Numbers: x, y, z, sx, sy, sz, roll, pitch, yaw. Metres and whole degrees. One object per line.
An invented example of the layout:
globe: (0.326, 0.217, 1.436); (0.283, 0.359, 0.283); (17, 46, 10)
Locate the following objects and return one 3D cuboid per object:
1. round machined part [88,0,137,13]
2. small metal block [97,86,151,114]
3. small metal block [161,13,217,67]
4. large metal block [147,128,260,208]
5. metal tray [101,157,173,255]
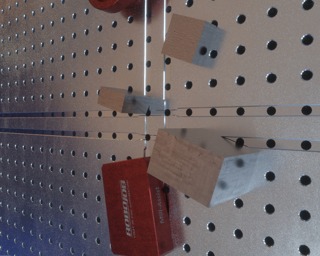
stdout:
round machined part: (-0.061, -0.215, 0.446); (0.098, 0.042, 0.097); (0, 90, 39)
small metal block: (-0.050, -0.039, 0.432); (0.050, 0.050, 0.025); (21, 104, 37)
small metal block: (0.034, -0.108, 0.379); (0.050, 0.025, 0.050); (28, 108, 36)
large metal block: (0.047, 0.037, 0.333); (0.080, 0.081, 0.050); (24, 105, 37)
metal tray: (-0.035, 0.109, 0.433); (0.090, 0.030, 0.129); (-14, 81, 38)
